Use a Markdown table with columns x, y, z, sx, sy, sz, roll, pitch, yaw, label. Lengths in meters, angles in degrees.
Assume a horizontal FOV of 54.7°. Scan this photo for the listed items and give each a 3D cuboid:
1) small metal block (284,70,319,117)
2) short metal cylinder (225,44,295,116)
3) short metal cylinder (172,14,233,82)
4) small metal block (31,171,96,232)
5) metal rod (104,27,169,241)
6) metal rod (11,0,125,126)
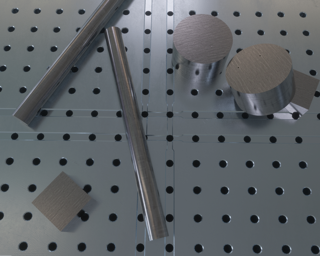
| x | y | z | sx | sy | sz | roll | pitch | yaw | label |
| --- | --- | --- | --- | --- | --- | --- | --- | --- | --- |
| 0.185 | -0.051 | 0.432 | 0.050 | 0.025 | 0.050 | 26 | 72 | 9 | small metal block |
| 0.132 | -0.063 | 0.406 | 0.080 | 0.050 | 0.080 | -14 | 54 | 20 | short metal cylinder |
| 0.058 | -0.113 | 0.440 | 0.081 | 0.050 | 0.080 | 0 | 70 | 0 | short metal cylinder |
| -0.116 | 0.090 | 0.378 | 0.050 | 0.025 | 0.050 | 39 | 74 | 13 | small metal block |
| -0.036 | -0.007 | 0.413 | 0.025 | 0.025 | 0.299 | -13 | 71 | -5 | metal rod |
| -0.113 | -0.132 | 0.459 | 0.025 | 0.025 | 0.300 | 28 | 72 | 10 | metal rod |
